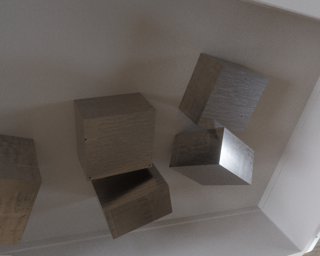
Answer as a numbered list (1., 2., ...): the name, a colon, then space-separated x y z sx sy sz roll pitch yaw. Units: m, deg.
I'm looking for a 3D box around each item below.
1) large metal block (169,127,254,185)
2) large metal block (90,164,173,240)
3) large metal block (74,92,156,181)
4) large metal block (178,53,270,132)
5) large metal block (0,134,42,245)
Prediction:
1. large metal block: 0.073 0.043 0.431 0.080 0.080 0.050 33 59 -39
2. large metal block: -0.040 0.082 0.402 0.081 0.080 0.050 -20 126 -17
3. large metal block: -0.054 0.008 0.368 0.081 0.050 0.079 -9 123 -24
4. large metal block: 0.083 -0.045 0.410 0.081 0.050 0.079 7 115 -32
5. large metal block: -0.165 0.061 0.321 0.050 0.080 0.080 13 112 -34
